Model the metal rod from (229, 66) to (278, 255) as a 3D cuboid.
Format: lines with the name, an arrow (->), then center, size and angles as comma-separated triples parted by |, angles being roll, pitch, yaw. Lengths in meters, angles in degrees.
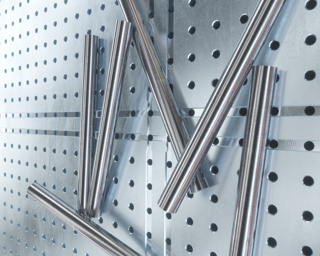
metal rod -> 0.093, 0.085, 0.332 | 0.025, 0.025, 0.298 | 10, 96, 39

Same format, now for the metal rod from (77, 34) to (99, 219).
metal rod -> -0.118, 0.001, 0.508 | 0.025, 0.025, 0.298 | 5, 93, 40

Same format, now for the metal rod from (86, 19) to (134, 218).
metal rod -> -0.077, -0.003, 0.456 | 0.025, 0.025, 0.298 | 25, 111, 37

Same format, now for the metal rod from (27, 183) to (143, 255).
metal rod -> -0.101, 0.158, 0.468 | 0.300, 0.025, 0.025 | 23, 105, 29

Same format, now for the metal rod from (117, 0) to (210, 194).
metal rod -> -0.002, -0.060, 0.412 | 0.025, 0.025, 0.299 | -32, 70, 35

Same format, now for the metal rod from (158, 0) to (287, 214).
metal rod -> 0.071, -0.039, 0.331 | 0.025, 0.025, 0.299 | 34, 105, 35
